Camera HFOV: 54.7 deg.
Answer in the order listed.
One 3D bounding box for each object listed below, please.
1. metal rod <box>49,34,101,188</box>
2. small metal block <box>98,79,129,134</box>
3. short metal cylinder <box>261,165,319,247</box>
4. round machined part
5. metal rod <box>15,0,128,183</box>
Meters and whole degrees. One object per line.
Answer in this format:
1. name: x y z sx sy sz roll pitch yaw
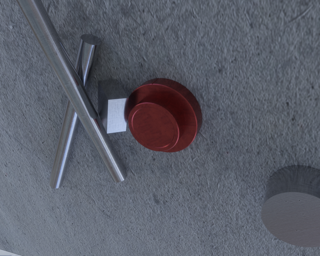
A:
1. metal rod: -0.138 -0.005 0.474 0.025 0.025 0.298 32 128 7
2. small metal block: -0.062 -0.029 0.402 0.050 0.025 0.050 -124 34 -47
3. short metal cylinder: 0.163 0.090 0.360 0.080 0.050 0.079 13 124 20
4. round machined part: 0.000 -0.010 0.389 0.098 0.042 0.097 13 124 20
5. metal rod: -0.107 -0.041 0.405 0.025 0.025 0.299 -1 128 28
